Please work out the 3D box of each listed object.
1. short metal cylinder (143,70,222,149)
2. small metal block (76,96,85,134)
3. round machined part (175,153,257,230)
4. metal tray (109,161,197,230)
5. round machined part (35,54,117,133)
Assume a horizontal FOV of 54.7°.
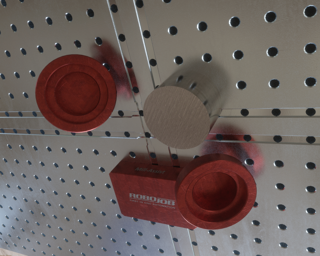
[{"bbox_3d":[0.028,-0.022,0.366,0.080,0.050,0.079,13,124,20],"label":"short metal cylinder"},{"bbox_3d":[-0.116,-0.026,0.454,0.050,0.025,0.050,-25,105,36],"label":"small metal block"},{"bbox_3d":[0.068,0.076,0.393,0.099,0.042,0.097,-1,110,-4],"label":"round machined part"},{"bbox_3d":[-0.007,0.101,0.473,0.130,0.030,0.089,3,120,26],"label":"metal tray"},{"bbox_3d":[-0.107,-0.045,0.406,0.099,0.042,0.097,-1,98,-9],"label":"round machined part"}]
